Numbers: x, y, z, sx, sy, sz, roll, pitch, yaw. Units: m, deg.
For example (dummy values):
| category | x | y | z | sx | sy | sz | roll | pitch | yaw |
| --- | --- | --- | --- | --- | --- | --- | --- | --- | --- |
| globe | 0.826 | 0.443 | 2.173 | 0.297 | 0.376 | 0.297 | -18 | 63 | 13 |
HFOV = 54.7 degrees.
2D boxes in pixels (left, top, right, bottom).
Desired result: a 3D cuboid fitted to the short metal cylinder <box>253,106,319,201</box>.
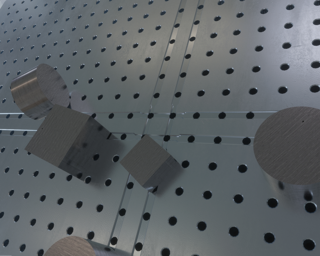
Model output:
| category | x | y | z | sx | sy | sz | roll | pitch | yaw |
| --- | --- | --- | --- | --- | --- | --- | --- | --- | --- |
| short metal cylinder | 0.138 | 0.026 | 0.304 | 0.080 | 0.050 | 0.080 | -13 | 56 | 21 |

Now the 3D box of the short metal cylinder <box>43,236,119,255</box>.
| category | x | y | z | sx | sy | sz | roll | pitch | yaw |
| --- | --- | --- | --- | --- | --- | --- | --- | --- | --- |
| short metal cylinder | -0.087 | 0.164 | 0.337 | 0.080 | 0.050 | 0.080 | -13 | 56 | 21 |

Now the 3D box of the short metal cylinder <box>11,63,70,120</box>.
| category | x | y | z | sx | sy | sz | roll | pitch | yaw |
| --- | --- | --- | --- | --- | --- | --- | --- | --- | --- |
| short metal cylinder | -0.195 | -0.059 | 0.512 | 0.050 | 0.080 | 0.080 | -23 | 53 | 15 |

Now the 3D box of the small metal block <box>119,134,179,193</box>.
| category | x | y | z | sx | sy | sz | roll | pitch | yaw |
| --- | --- | --- | --- | --- | --- | --- | --- | --- | --- |
| small metal block | -0.014 | 0.044 | 0.389 | 0.050 | 0.025 | 0.050 | -47 | 51 | -5 |

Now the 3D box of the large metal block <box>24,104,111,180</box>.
| category | x | y | z | sx | sy | sz | roll | pitch | yaw |
| --- | --- | --- | --- | --- | --- | --- | --- | --- | --- |
| large metal block | -0.134 | 0.019 | 0.451 | 0.080 | 0.050 | 0.080 | 18 | 71 | 35 |
